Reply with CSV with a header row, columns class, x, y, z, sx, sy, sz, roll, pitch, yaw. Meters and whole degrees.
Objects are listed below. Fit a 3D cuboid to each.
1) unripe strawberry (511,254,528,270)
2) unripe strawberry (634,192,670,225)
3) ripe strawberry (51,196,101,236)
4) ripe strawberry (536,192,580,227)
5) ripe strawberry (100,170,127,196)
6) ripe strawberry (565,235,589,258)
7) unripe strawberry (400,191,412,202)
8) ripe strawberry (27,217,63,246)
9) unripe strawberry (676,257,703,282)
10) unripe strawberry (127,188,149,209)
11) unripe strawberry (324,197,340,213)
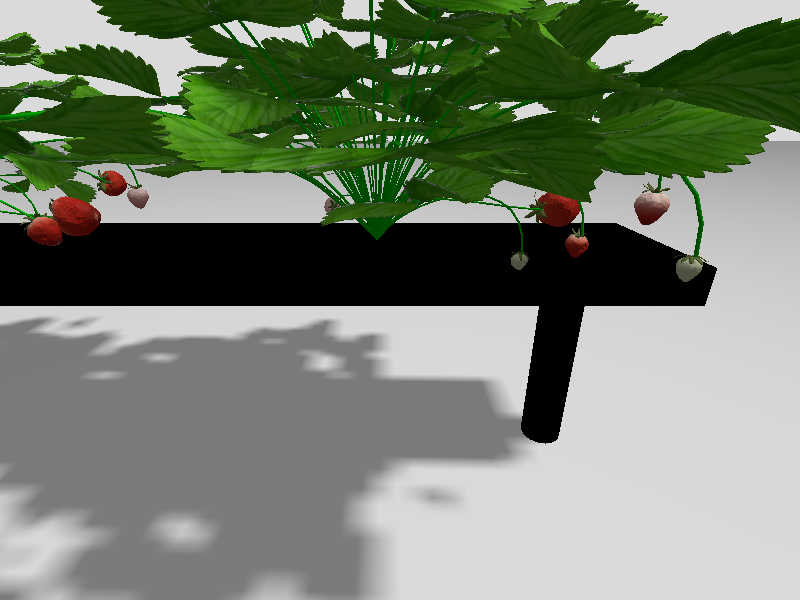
class,x,y,z,sx,sy,sz,roll,pitch,yaw
unripe strawberry,0.082,-0.026,0.275,0.011,0.011,0.011,19,30,36
unripe strawberry,0.240,-0.087,0.383,0.030,0.031,0.029,-3,24,-7
ripe strawberry,-0.289,-0.074,0.358,0.034,0.035,0.031,-1,23,-3
ripe strawberry,0.156,-0.091,0.392,0.042,0.036,0.042,-5,24,-13
ripe strawberry,-0.406,-0.165,0.570,0.031,0.035,0.033,6,6,14
ripe strawberry,0.131,-0.040,0.297,0.016,0.016,0.018,9,25,20
unripe strawberry,0.011,-0.130,0.507,0.021,0.019,0.019,4,-3,10
ripe strawberry,-0.290,-0.055,0.328,0.024,0.023,0.022,-31,15,20
unripe strawberry,0.177,-0.019,0.246,0.013,0.015,0.015,13,27,28
unripe strawberry,-0.320,-0.125,0.490,0.021,0.025,0.025,-21,31,-40
unripe strawberry,-0.077,-0.106,0.451,0.017,0.020,0.019,-12,21,-26
